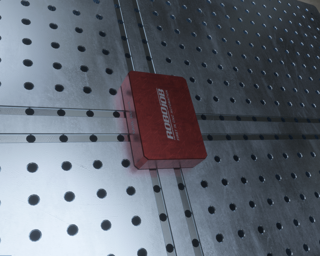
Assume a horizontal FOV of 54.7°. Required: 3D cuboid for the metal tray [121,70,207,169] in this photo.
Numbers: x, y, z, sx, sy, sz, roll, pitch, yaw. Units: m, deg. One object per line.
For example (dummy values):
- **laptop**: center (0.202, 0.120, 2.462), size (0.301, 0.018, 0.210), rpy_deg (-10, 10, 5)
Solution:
- **metal tray**: center (0.004, -0.012, 0.415), size (0.091, 0.030, 0.130), rpy_deg (2, 61, -28)
